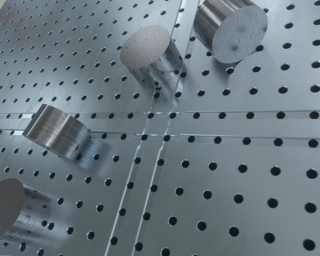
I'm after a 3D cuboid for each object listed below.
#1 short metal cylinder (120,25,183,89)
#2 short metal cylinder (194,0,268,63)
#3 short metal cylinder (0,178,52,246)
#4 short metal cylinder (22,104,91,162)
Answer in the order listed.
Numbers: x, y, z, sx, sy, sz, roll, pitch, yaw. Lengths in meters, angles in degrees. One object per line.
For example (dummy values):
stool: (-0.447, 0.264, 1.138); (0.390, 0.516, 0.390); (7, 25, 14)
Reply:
short metal cylinder: (-0.012, -0.106, 0.463); (0.080, 0.050, 0.080); (-13, 56, 21)
short metal cylinder: (0.092, -0.133, 0.406); (0.080, 0.080, 0.050); (-34, 51, 6)
short metal cylinder: (-0.199, 0.116, 0.426); (0.080, 0.050, 0.080); (-13, 56, 21)
short metal cylinder: (-0.147, 0.008, 0.445); (0.080, 0.080, 0.050); (16, 71, 34)
